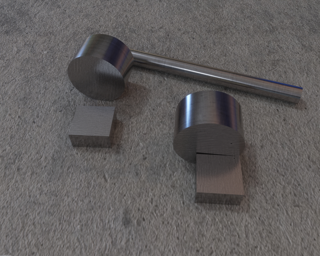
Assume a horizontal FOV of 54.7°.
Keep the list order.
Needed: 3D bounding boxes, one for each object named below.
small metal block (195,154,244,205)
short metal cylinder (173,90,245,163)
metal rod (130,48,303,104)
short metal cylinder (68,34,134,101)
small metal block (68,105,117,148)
[{"bbox_3d":[0.066,0.059,0.355,0.050,0.025,0.050,3,50,2],"label":"small metal block"},{"bbox_3d":[0.057,0.002,0.367,0.080,0.080,0.050,4,50,3],"label":"short metal cylinder"},{"bbox_3d":[0.058,-0.086,0.475,0.301,0.025,0.025,16,52,12],"label":"metal rod"},{"bbox_3d":[-0.082,-0.084,0.438,0.080,0.080,0.050,9,51,7],"label":"short metal cylinder"},{"bbox_3d":[-0.086,-0.002,0.404,0.050,0.025,0.050,2,50,2],"label":"small metal block"}]
